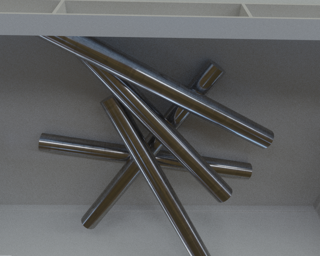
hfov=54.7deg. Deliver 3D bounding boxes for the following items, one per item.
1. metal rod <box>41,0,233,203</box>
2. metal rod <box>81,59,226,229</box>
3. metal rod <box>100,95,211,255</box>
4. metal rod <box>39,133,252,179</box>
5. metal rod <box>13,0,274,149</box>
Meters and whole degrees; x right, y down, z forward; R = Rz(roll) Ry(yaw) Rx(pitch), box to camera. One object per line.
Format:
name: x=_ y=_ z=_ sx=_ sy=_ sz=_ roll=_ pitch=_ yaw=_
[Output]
metal rod: x=-0.015 y=-0.017 z=0.354 sx=0.025 sy=0.025 sz=0.300 roll=-35 pitch=110 yaw=25
metal rod: x=-0.022 y=0.036 z=0.410 sx=0.025 sy=0.025 sz=0.299 roll=29 pitch=115 yaw=-23
metal rod: x=0.010 y=0.091 z=0.399 sx=0.025 sy=0.025 sz=0.299 roll=-23 pitch=107 yaw=18
metal rod: x=-0.014 y=0.042 z=0.444 sx=0.302 sy=0.025 sz=0.025 roll=9 pitch=130 yaw=-8
metal rod: x=0.002 y=-0.045 z=0.329 sx=0.302 sy=0.025 sz=0.025 roll=24 pitch=126 yaw=-21
